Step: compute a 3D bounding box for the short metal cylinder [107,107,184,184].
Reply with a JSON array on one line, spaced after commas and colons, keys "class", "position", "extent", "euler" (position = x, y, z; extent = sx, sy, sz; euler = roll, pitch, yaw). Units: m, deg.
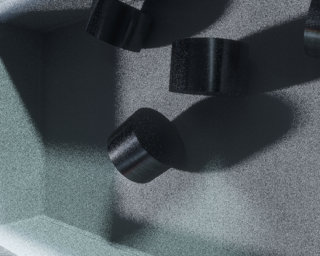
[{"class": "short metal cylinder", "position": [-0.017, 0.022, 0.383], "extent": [0.050, 0.081, 0.080], "euler": [-39, 67, 33]}]

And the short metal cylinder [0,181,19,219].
[{"class": "short metal cylinder", "position": [-0.355, 0.159, 0.681], "extent": [0.080, 0.050, 0.079], "euler": [0, 90, 39]}]

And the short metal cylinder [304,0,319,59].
[{"class": "short metal cylinder", "position": [0.156, -0.090, 0.242], "extent": [0.050, 0.081, 0.079], "euler": [26, 106, 36]}]

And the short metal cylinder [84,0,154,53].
[{"class": "short metal cylinder", "position": [-0.055, -0.141, 0.414], "extent": [0.080, 0.081, 0.050], "euler": [38, 113, 33]}]

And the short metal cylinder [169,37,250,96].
[{"class": "short metal cylinder", "position": [0.051, -0.061, 0.328], "extent": [0.080, 0.081, 0.050], "euler": [7, 95, 39]}]
